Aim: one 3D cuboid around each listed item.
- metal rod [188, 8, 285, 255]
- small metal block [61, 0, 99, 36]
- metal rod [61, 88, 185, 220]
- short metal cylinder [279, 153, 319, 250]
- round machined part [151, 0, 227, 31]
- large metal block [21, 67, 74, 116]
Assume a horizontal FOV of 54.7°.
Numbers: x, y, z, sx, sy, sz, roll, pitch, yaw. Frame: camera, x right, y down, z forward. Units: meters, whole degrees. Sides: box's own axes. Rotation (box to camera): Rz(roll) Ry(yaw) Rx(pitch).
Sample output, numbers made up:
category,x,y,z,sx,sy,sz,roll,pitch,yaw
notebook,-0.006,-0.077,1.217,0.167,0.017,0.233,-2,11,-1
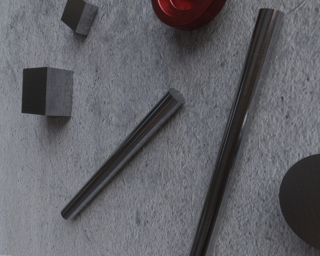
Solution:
category,x,y,z,sx,sy,sz,roll,pitch,yaw
metal rod,0.077,0.025,0.340,0.025,0.025,0.298,23,104,37
small metal block,-0.133,-0.189,0.512,0.050,0.025,0.050,43,115,31
metal rod,-0.069,0.053,0.458,0.299,0.025,0.025,-46,63,29
short metal cylinder,0.151,0.059,0.264,0.080,0.050,0.079,0,90,39
round machined part,0.040,-0.162,0.360,0.098,0.042,0.097,0,90,39
large metal block,-0.201,-0.064,0.551,0.080,0.050,0.079,6,94,39
